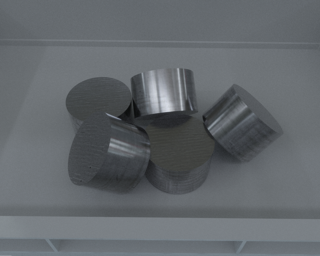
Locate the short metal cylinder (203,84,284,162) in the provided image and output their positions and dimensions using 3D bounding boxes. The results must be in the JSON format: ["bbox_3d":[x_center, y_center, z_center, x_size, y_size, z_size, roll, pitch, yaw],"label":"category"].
[{"bbox_3d":[0.097,-0.006,0.367,0.080,0.050,0.080,35,26,-19],"label":"short metal cylinder"}]

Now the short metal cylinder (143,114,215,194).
[{"bbox_3d":[0.020,0.030,0.362,0.081,0.050,0.080,0,50,0],"label":"short metal cylinder"}]

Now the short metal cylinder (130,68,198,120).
[{"bbox_3d":[0.005,-0.040,0.391,0.081,0.080,0.050,-6,86,-6],"label":"short metal cylinder"}]

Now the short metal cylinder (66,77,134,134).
[{"bbox_3d":[-0.076,-0.021,0.402,0.081,0.050,0.080,0,50,0],"label":"short metal cylinder"}]

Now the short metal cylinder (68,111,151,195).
[{"bbox_3d":[-0.056,0.028,0.335,0.050,0.080,0.080,24,37,-38],"label":"short metal cylinder"}]
